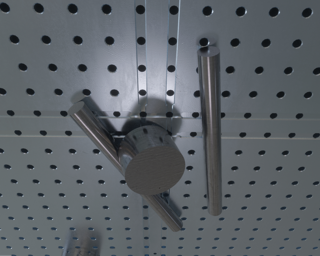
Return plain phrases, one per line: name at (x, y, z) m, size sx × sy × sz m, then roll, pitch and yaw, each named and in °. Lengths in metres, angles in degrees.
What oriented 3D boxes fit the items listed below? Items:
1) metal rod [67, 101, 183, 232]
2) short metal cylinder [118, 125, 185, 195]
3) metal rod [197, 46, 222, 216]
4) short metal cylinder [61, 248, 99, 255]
metal rod at (-0.038, 0.076, 0.475) m, size 0.025 × 0.025 × 0.299 m, roll -21°, pitch 127°, yaw 17°
short metal cylinder at (-0.012, 0.043, 0.417) m, size 0.081 × 0.050 × 0.079 m, roll -9°, pitch 123°, yaw -14°
metal rod at (0.074, 0.028, 0.436) m, size 0.025 × 0.025 × 0.298 m, roll -6°, pitch 130°, yaw 5°
short metal cylinder at (-0.170, 0.292, 0.642) m, size 0.081 × 0.050 × 0.079 m, roll 0°, pitch 130°, yaw 0°
